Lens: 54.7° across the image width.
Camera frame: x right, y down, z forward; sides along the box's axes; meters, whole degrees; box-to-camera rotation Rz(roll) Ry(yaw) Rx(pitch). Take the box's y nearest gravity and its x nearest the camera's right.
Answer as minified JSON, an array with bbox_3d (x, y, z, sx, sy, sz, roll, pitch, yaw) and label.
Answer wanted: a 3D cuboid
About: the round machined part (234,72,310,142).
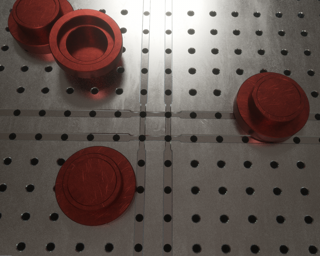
[{"bbox_3d":[0.153,-0.033,0.417,0.099,0.042,0.098,0,70,-1],"label":"round machined part"}]

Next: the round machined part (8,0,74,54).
[{"bbox_3d":[-0.177,-0.163,0.460,0.099,0.042,0.098,0,70,-1],"label":"round machined part"}]

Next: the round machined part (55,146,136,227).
[{"bbox_3d":[-0.079,0.068,0.377,0.099,0.042,0.098,0,70,-1],"label":"round machined part"}]

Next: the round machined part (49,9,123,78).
[{"bbox_3d":[-0.102,-0.115,0.440,0.099,0.042,0.098,2,74,-6],"label":"round machined part"}]
